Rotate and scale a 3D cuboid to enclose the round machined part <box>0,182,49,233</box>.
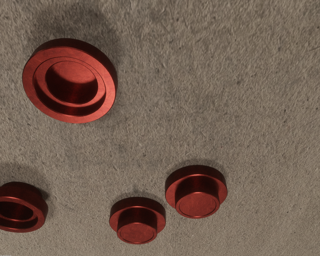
[{"bbox_3d":[-0.230,0.124,0.498,0.099,0.042,0.097,-1,130,0],"label":"round machined part"}]

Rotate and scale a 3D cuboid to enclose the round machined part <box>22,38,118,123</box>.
[{"bbox_3d":[-0.096,-0.055,0.347,0.099,0.042,0.097,-1,130,0],"label":"round machined part"}]

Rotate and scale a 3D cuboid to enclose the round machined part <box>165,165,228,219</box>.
[{"bbox_3d":[0.057,0.106,0.488,0.099,0.042,0.097,-1,130,0],"label":"round machined part"}]

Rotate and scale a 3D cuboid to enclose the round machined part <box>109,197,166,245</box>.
[{"bbox_3d":[-0.039,0.166,0.537,0.099,0.042,0.097,-1,130,0],"label":"round machined part"}]
